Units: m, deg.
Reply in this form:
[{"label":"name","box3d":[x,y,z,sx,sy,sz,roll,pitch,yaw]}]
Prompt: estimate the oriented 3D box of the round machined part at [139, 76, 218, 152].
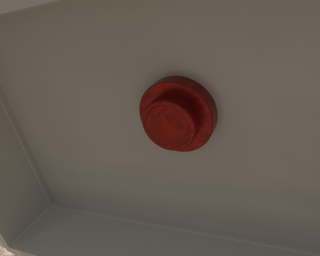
[{"label":"round machined part","box3d":[0.018,-0.011,0.382,0.098,0.042,0.097,13,124,21]}]
